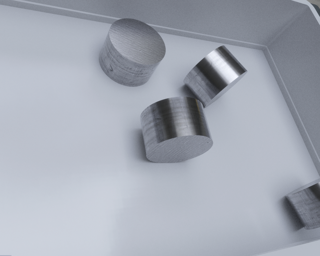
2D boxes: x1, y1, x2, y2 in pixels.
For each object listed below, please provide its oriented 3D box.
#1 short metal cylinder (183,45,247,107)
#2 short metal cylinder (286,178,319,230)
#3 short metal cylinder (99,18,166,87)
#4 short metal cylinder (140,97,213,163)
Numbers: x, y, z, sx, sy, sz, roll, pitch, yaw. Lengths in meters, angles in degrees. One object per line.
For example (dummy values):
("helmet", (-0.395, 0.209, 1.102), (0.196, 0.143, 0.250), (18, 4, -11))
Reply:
("short metal cylinder", (0.082, -0.076, 0.460), (0.081, 0.080, 0.050), (-34, 81, -38))
("short metal cylinder", (0.225, 0.100, 0.430), (0.081, 0.080, 0.050), (-14, 69, -34))
("short metal cylinder", (-0.039, -0.105, 0.432), (0.081, 0.050, 0.080), (14, 56, -21))
("short metal cylinder", (0.019, 0.005, 0.378), (0.081, 0.080, 0.050), (3, 61, -27))
